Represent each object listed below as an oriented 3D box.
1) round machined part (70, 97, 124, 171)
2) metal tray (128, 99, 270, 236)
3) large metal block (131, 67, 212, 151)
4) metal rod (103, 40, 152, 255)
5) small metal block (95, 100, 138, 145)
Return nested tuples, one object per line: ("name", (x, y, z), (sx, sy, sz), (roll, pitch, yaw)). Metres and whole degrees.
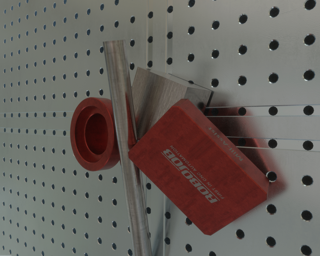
("round machined part", (-0.077, 0.008, 0.422), (0.098, 0.042, 0.097), (1, 91, 43))
("metal tray", (0.040, 0.044, 0.336), (0.130, 0.030, 0.090), (45, 121, 2))
("large metal block", (0.005, -0.023, 0.384), (0.080, 0.050, 0.079), (29, 108, 36))
("metal rod", (-0.036, 0.046, 0.382), (0.025, 0.025, 0.298), (8, 111, 39))
("small metal block", (-0.065, -0.007, 0.459), (0.050, 0.025, 0.050), (-28, 73, 36))
